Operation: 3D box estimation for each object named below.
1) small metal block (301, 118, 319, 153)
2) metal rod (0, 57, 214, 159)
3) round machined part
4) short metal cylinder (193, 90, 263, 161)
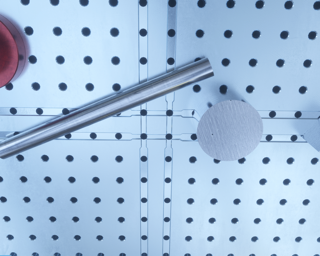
[{"bbox_3d":[0.223,0.009,0.405,0.025,0.050,0.050,35,106,-12],"label":"small metal block"},{"bbox_3d":[-0.077,-0.023,0.404,0.301,0.025,0.025,-21,109,7],"label":"metal rod"},{"bbox_3d":[-0.218,-0.091,0.369,0.099,0.042,0.097,0,110,0],"label":"round machined part"},{"bbox_3d":[0.085,-0.004,0.399,0.081,0.050,0.079,0,110,0],"label":"short metal cylinder"}]
